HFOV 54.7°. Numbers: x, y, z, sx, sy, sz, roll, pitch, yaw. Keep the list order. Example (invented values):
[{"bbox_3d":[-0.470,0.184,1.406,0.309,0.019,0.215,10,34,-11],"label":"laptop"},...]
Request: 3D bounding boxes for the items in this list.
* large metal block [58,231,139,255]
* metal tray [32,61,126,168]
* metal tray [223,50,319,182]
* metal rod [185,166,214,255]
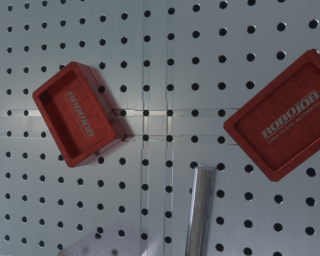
[{"bbox_3d":[-0.085,0.190,0.413,0.080,0.080,0.050,21,97,18],"label":"large metal block"},{"bbox_3d":[-0.120,-0.019,0.452,0.090,0.030,0.130,-33,79,16],"label":"metal tray"},{"bbox_3d":[0.151,-0.012,0.356,0.130,0.030,0.090,-43,77,15],"label":"metal tray"},{"bbox_3d":[0.041,0.199,0.398,0.025,0.025,0.298,7,92,20],"label":"metal rod"}]
